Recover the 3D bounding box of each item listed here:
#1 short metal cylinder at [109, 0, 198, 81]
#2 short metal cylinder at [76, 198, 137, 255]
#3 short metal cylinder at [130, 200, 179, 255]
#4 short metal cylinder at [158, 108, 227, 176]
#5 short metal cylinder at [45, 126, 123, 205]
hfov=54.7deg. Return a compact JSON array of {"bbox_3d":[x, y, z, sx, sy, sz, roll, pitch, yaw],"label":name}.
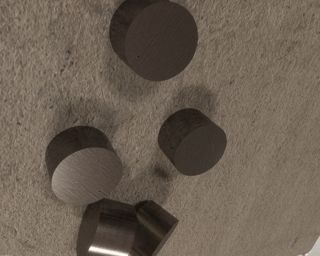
[{"bbox_3d":[-0.007,-0.096,0.328,0.081,0.050,0.079,-14,125,-21],"label":"short metal cylinder"},{"bbox_3d":[-0.072,0.136,0.412,0.050,0.080,0.080,21,107,-23],"label":"short metal cylinder"},{"bbox_3d":[-0.016,0.154,0.455,0.080,0.050,0.080,-49,162,-22],"label":"short metal cylinder"},{"bbox_3d":[0.044,0.019,0.429,0.081,0.050,0.079,-14,125,-21],"label":"short metal cylinder"},{"bbox_3d":[-0.091,0.044,0.369,0.081,0.050,0.079,-14,125,-21],"label":"short metal cylinder"}]
